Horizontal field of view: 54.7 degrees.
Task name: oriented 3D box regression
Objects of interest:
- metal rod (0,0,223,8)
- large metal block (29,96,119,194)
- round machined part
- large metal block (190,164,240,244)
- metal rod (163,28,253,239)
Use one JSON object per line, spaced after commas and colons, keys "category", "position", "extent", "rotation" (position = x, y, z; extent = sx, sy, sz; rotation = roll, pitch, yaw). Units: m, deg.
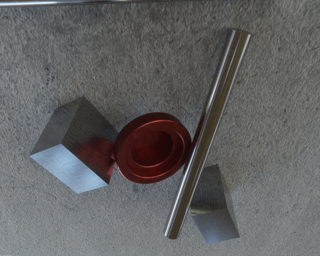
{"category": "metal rod", "position": [-0.026, -0.132, 0.294], "extent": [0.302, 0.025, 0.025], "rotation": [-2, 130, 1]}
{"category": "large metal block", "position": [-0.098, 0.022, 0.384], "extent": [0.050, 0.080, 0.080], "rotation": [-20, 128, 26]}
{"category": "round machined part", "position": [-0.012, 0.022, 0.401], "extent": [0.099, 0.042, 0.097], "rotation": [-12, 125, -17]}
{"category": "large metal block", "position": [0.080, 0.115, 0.471], "extent": [0.050, 0.080, 0.080], "rotation": [-17, 128, 13]}
{"category": "metal rod", "position": [0.051, 0.027, 0.391], "extent": [0.025, 0.025, 0.298], "rotation": [10, 117, -9]}
